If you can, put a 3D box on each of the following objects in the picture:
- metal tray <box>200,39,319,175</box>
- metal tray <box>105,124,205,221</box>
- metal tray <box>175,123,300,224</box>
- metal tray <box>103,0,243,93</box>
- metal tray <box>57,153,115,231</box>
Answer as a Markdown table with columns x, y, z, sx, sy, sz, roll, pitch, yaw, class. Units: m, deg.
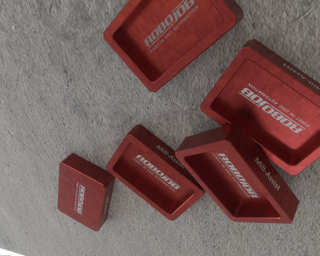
| x | y | z | sx | sy | sz | roll | pitch | yaw | class |
| --- | --- | --- | --- | --- | --- | --- | --- | --- | --- |
| 0.120 | -0.019 | 0.328 | 0.130 | 0.030 | 0.089 | 36 | 129 | 4 | metal tray |
| -0.006 | 0.067 | 0.447 | 0.130 | 0.030 | 0.089 | 38 | 129 | 2 | metal tray |
| 0.090 | 0.059 | 0.369 | 0.130 | 0.030 | 0.090 | 49 | 144 | -15 | metal tray |
| 0.009 | -0.109 | 0.331 | 0.090 | 0.030 | 0.129 | 49 | 129 | -7 | metal tray |
| -0.133 | 0.116 | 0.545 | 0.090 | 0.030 | 0.129 | 25 | 128 | 12 | metal tray |
